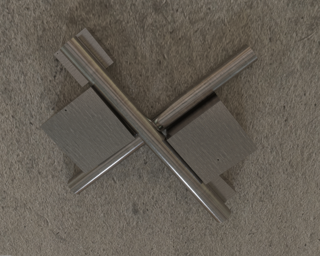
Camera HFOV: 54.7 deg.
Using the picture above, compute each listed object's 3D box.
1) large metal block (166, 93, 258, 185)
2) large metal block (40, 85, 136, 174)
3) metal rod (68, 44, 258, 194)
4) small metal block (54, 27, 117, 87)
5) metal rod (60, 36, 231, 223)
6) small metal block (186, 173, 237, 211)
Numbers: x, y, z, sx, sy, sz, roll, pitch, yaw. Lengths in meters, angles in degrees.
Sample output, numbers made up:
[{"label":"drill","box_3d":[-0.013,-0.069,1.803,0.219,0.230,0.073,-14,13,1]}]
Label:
[{"label":"large metal block","box_3d":[0.065,0.012,0.402,0.080,0.050,0.080,-37,106,12]},{"label":"large metal block","box_3d":[-0.086,-0.003,0.394,0.080,0.050,0.080,-35,107,12]},{"label":"metal rod","box_3d":[-0.005,-0.005,0.410,0.300,0.025,0.025,-37,106,12]},{"label":"small metal block","box_3d":[-0.090,-0.087,0.379,0.050,0.025,0.050,-36,107,12]},{"label":"metal rod","box_3d":[-0.008,0.013,0.388,0.025,0.025,0.300,-38,106,12]},{"label":"small metal block","box_3d":[0.072,0.086,0.444,0.050,0.025,0.050,-41,105,13]}]
